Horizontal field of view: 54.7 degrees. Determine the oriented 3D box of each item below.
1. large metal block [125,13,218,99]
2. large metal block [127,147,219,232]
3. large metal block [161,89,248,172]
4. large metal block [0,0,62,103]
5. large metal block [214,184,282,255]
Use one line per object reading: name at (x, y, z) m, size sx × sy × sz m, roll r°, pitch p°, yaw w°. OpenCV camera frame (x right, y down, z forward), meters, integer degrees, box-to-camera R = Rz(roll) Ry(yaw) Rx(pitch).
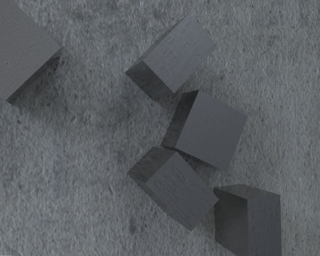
large metal block at (0.011, -0.085, 0.385) m, size 0.050 × 0.080 × 0.080 m, roll 45°, pitch 76°, yaw -15°
large metal block at (0.013, 0.072, 0.386) m, size 0.050 × 0.080 × 0.080 m, roll -45°, pitch 104°, yaw -15°
large metal block at (0.060, 0.004, 0.419) m, size 0.080 × 0.050 × 0.080 m, roll 26°, pitch 81°, yaw -19°
large metal block at (-0.167, -0.084, 0.334) m, size 0.080 × 0.050 × 0.080 m, roll 44°, pitch 76°, yaw -15°
large metal block at (0.118, 0.126, 0.425) m, size 0.050 × 0.080 × 0.079 m, roll -2°, pitch 91°, yaw -20°
